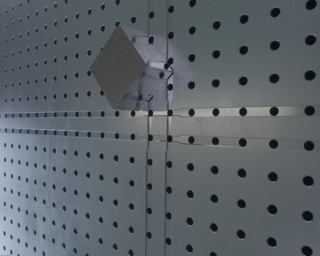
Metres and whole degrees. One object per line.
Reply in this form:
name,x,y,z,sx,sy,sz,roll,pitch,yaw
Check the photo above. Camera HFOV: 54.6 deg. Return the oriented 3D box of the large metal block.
large metal block,-0.042,-0.081,0.429,0.080,0.050,0.080,-47,62,30
